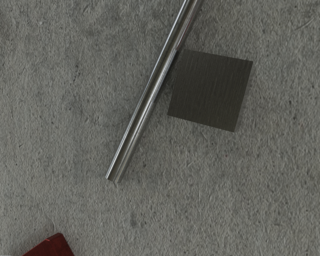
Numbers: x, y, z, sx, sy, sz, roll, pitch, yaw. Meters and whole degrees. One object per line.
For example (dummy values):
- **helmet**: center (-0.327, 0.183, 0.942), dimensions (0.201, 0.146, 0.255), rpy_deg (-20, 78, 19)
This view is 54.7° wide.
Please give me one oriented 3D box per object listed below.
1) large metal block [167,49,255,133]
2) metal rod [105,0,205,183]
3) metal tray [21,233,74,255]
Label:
- **large metal block**: center (0.063, -0.044, 0.373), dimensions (0.080, 0.050, 0.079), rpy_deg (16, 95, 19)
- **metal rod**: center (-0.003, -0.064, 0.409), dimensions (0.025, 0.025, 0.298), rpy_deg (28, 99, 17)
- **metal tray**: center (-0.183, 0.231, 0.469), dimensions (0.130, 0.030, 0.090), rpy_deg (-36, 79, 16)
